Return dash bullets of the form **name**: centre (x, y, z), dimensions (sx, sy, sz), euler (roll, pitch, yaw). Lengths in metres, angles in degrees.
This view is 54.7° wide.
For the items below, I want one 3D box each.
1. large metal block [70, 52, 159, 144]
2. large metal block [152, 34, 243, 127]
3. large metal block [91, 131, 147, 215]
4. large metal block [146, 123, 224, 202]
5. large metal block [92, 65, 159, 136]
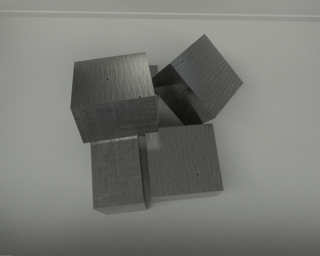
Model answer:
- **large metal block**: centre (-0.048, -0.035, 0.338), dimensions (0.081, 0.050, 0.080), euler (-9, 45, -3)
- **large metal block**: centre (0.046, -0.057, 0.389), dimensions (0.080, 0.050, 0.080), euler (50, 54, -8)
- **large metal block**: centre (-0.046, 0.054, 0.359), dimensions (0.050, 0.080, 0.080), euler (-6, 70, -3)
- **large metal block**: centre (0.026, 0.044, 0.377), dimensions (0.081, 0.050, 0.080), euler (-5, 70, -2)
- **large metal block**: centre (-0.042, -0.034, 0.407), dimensions (0.081, 0.050, 0.080), euler (-1, 70, -1)
